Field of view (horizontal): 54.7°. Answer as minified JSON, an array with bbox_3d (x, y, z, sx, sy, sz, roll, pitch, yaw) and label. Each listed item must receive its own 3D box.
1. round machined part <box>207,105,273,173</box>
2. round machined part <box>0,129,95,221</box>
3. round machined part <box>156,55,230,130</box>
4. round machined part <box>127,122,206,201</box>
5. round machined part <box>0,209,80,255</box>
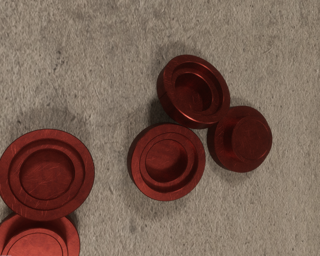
[{"bbox_3d":[0.121,0.016,0.446,0.099,0.042,0.097,0,90,-21],"label":"round machined part"},{"bbox_3d":[-0.126,0.052,0.348,0.099,0.042,0.098,4,78,-21],"label":"round machined part"},{"bbox_3d":[0.039,-0.043,0.403,0.099,0.042,0.098,12,63,-24],"label":"round machined part"},{"bbox_3d":[0.005,0.040,0.399,0.099,0.042,0.097,-2,97,-19],"label":"round machined part"},{"bbox_3d":[-0.140,0.140,0.349,0.099,0.042,0.097,0,90,-20],"label":"round machined part"}]
